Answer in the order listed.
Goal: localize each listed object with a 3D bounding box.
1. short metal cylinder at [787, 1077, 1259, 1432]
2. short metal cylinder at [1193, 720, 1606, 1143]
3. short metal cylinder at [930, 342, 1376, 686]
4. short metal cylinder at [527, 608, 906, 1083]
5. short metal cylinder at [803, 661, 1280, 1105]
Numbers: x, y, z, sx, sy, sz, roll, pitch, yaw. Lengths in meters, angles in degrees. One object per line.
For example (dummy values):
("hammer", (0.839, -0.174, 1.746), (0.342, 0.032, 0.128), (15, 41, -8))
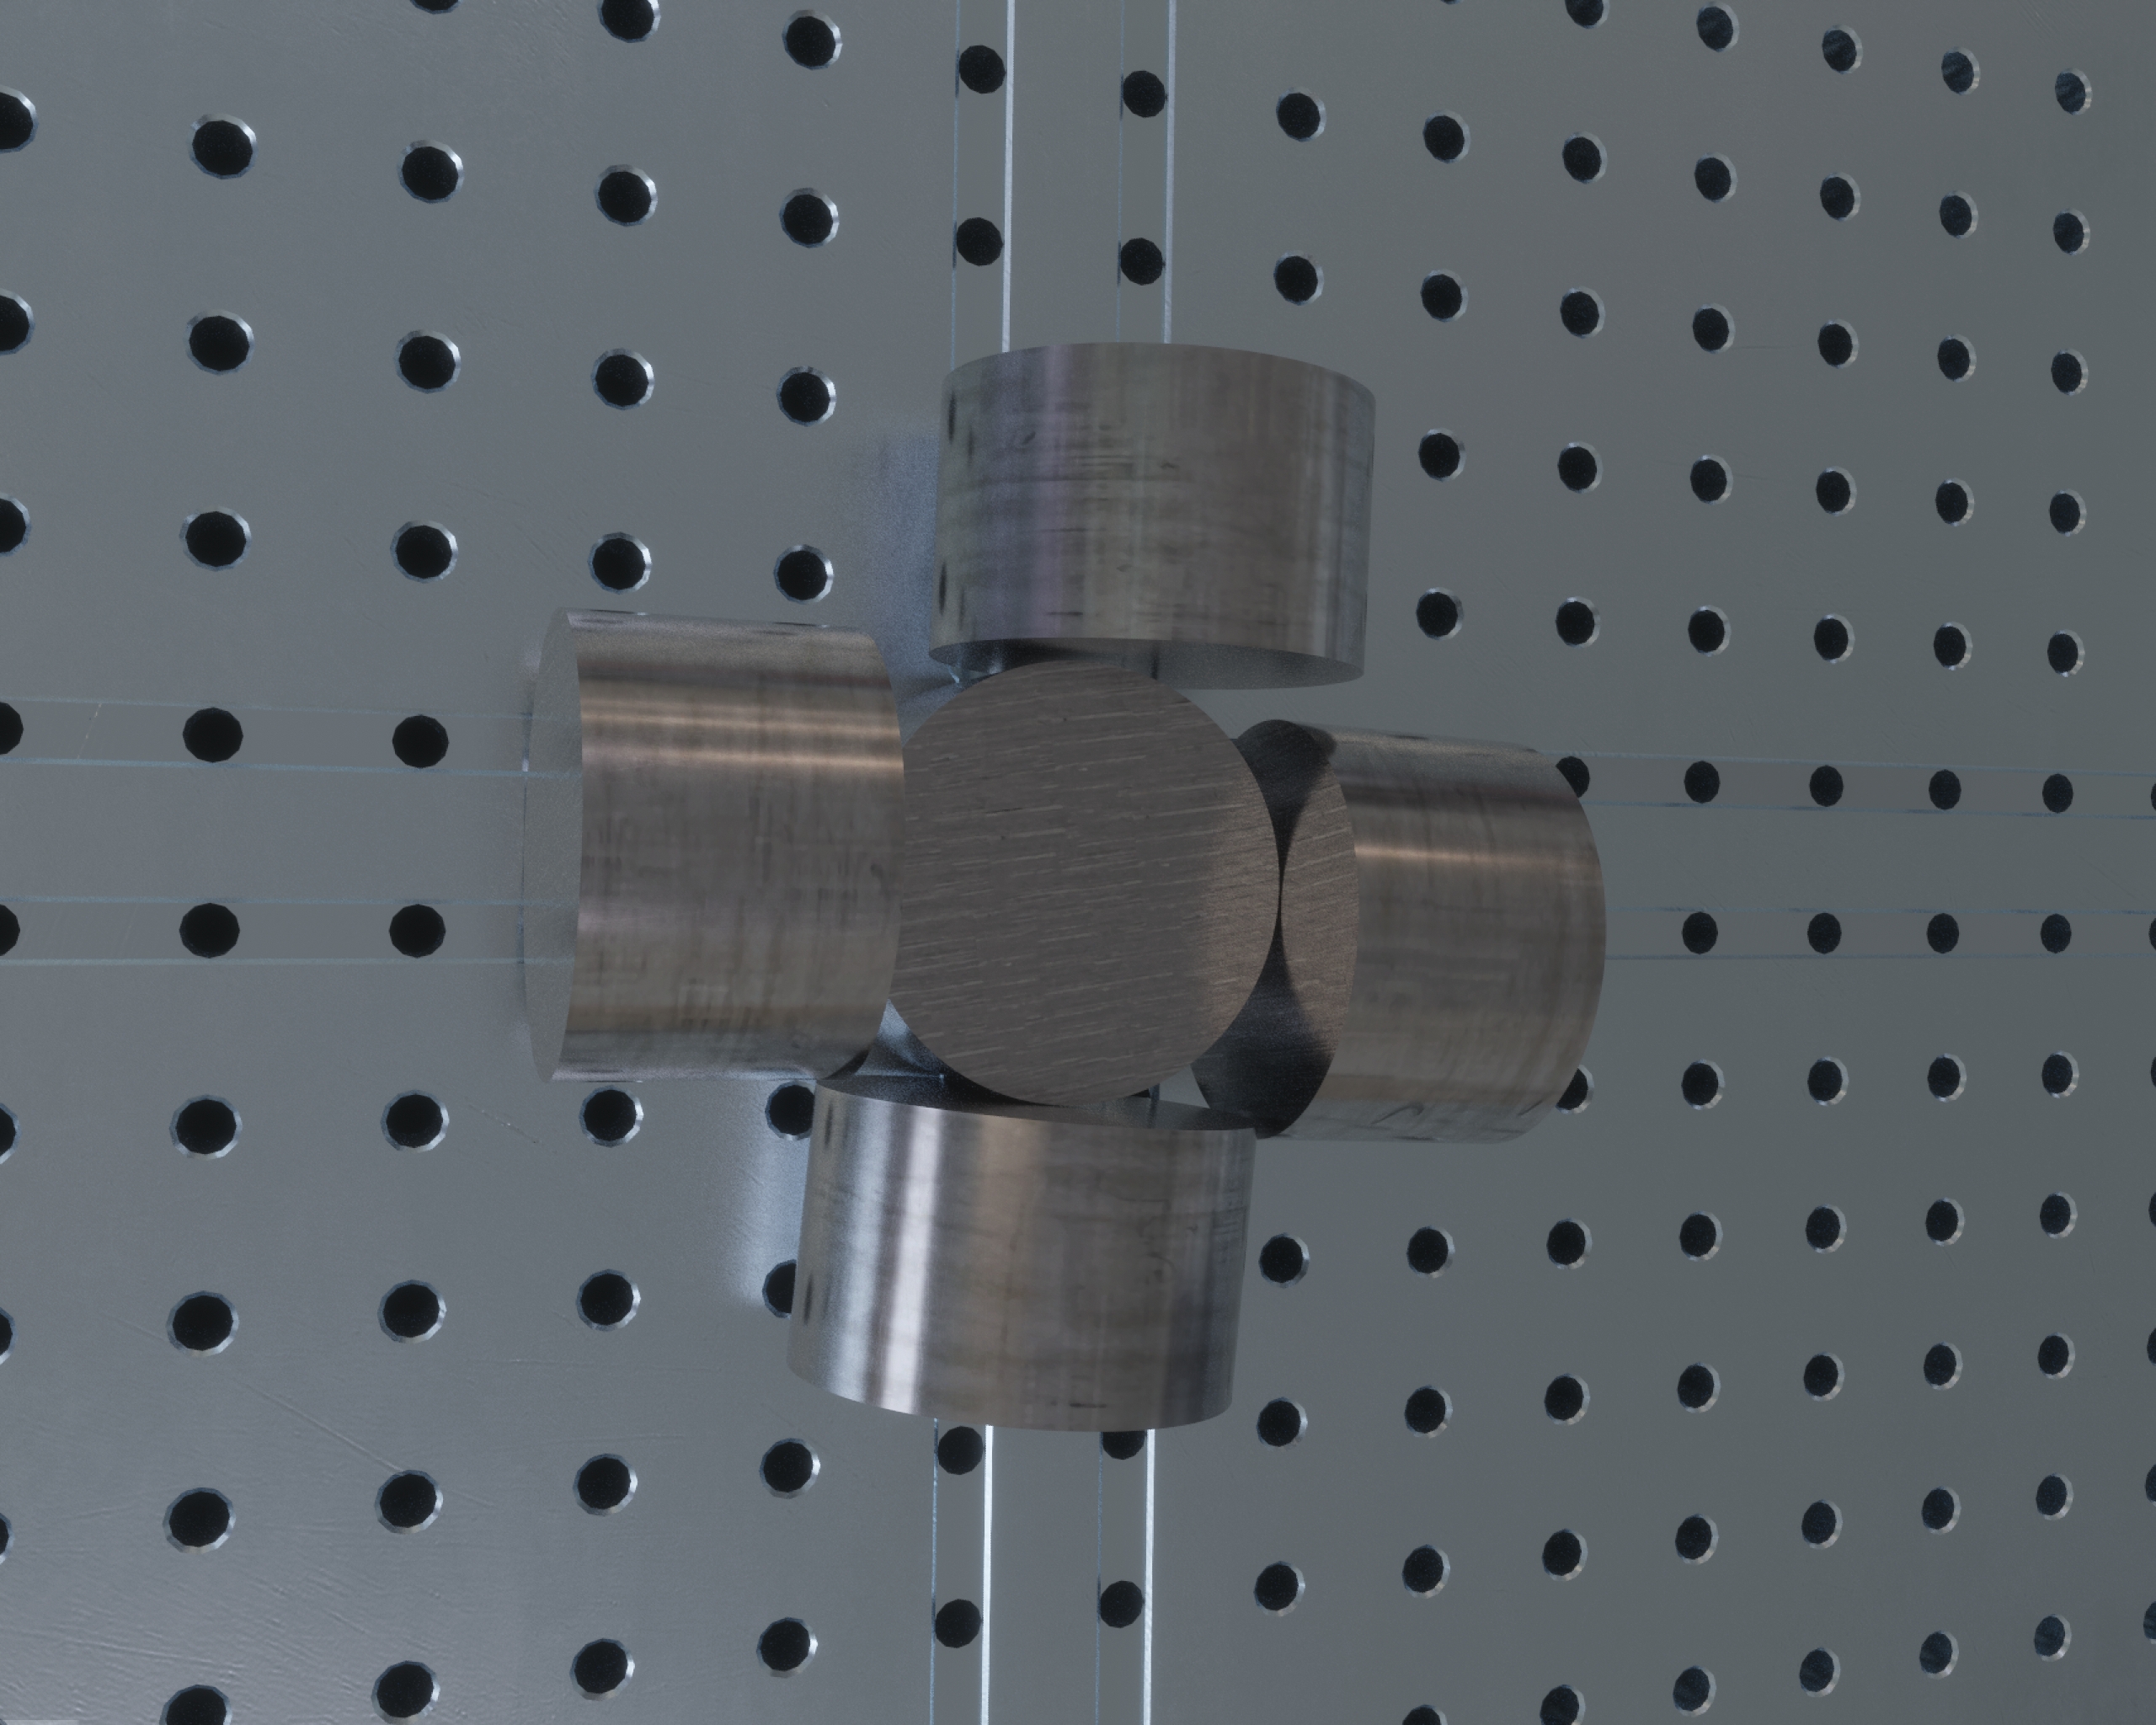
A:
("short metal cylinder", (-0.010, 0.068, 0.378), (0.081, 0.080, 0.050), (6, 88, -20))
("short metal cylinder", (0.058, 0.014, 0.405), (0.050, 0.080, 0.080), (4, 89, -20))
("short metal cylinder", (0.014, -0.061, 0.388), (0.081, 0.080, 0.050), (3, 89, -20))
("short metal cylinder", (-0.065, -0.002, 0.359), (0.050, 0.080, 0.080), (2, 90, -21))
("short metal cylinder", (-0.009, 0.004, 0.396), (0.081, 0.050, 0.080), (0, 90, -21))
